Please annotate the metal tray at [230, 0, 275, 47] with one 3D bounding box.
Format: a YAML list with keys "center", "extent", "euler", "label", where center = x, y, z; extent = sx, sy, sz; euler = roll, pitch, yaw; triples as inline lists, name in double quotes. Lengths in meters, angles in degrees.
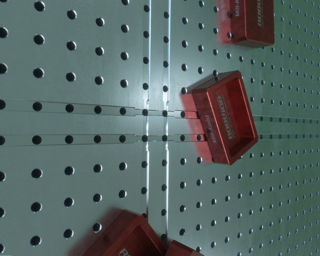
- center: [0.163, -0.213, 0.545]
  extent: [0.091, 0.030, 0.129]
  euler: [-5, 93, -40]
  label: "metal tray"

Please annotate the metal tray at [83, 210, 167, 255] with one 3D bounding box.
- center: [-0.030, 0.179, 0.383]
  extent: [0.090, 0.030, 0.130]
  euler: [-45, 117, -31]
  label: "metal tray"

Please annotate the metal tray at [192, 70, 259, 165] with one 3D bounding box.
- center: [0.109, -0.017, 0.499]
  extent: [0.091, 0.030, 0.129]
  euler: [-32, 110, -36]
  label: "metal tray"

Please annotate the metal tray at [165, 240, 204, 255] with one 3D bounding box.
- center: [0.016, 0.219, 0.397]
  extent: [0.130, 0.030, 0.090]
  euler: [-63, 147, -18]
  label: "metal tray"
